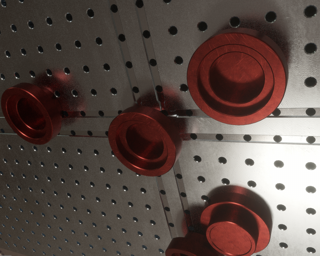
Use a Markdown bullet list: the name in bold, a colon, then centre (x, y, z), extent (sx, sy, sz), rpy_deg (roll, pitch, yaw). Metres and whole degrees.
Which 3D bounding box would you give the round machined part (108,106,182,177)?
- **round machined part**: centre (-0.017, 0.014, 0.416), extent (0.098, 0.042, 0.097), rpy_deg (13, 124, 20)

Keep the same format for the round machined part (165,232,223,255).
- **round machined part**: centre (0.061, 0.201, 0.483), extent (0.098, 0.042, 0.097), rpy_deg (22, 139, 21)

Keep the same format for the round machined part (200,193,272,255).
- **round machined part**: centre (0.103, 0.142, 0.433), extent (0.098, 0.042, 0.097), rpy_deg (13, 124, 20)

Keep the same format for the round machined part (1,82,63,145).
- **round machined part**: centre (-0.194, -0.026, 0.484), extent (0.098, 0.042, 0.097), rpy_deg (13, 124, 20)

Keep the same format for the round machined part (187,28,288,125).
- **round machined part**: centre (0.081, -0.055, 0.323), extent (0.098, 0.042, 0.097), rpy_deg (13, 124, 20)
